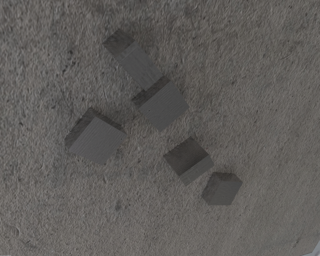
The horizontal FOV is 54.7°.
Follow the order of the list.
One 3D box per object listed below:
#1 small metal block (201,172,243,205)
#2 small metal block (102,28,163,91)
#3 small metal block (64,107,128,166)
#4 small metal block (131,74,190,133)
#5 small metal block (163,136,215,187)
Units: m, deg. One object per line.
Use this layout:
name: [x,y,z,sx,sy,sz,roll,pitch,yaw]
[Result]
small metal block: [0.106,0.104,0.529,0.050,0.025,0.050,9,114,-33]
small metal block: [-0.030,-0.073,0.329,0.025,0.050,0.050,-42,130,1]
small metal block: [-0.077,0.011,0.372,0.050,0.025,0.050,34,99,-39]
small metal block: [0.001,-0.031,0.388,0.050,0.025,0.050,-41,130,0]
small metal block: [0.040,0.046,0.441,0.050,0.050,0.025,-35,129,-5]
